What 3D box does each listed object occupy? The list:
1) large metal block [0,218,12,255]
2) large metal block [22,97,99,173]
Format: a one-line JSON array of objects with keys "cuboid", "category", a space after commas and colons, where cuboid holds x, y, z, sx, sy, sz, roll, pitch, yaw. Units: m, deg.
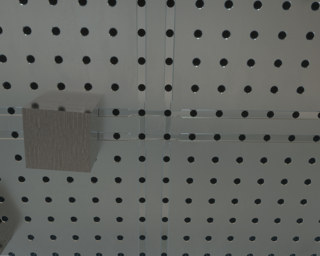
[{"cuboid": [-0.283, 0.157, 0.454, 0.080, 0.050, 0.080, -17, 110, 5], "category": "large metal block"}, {"cuboid": [-0.125, 0.008, 0.401, 0.081, 0.050, 0.079, 4, 110, -2], "category": "large metal block"}]
